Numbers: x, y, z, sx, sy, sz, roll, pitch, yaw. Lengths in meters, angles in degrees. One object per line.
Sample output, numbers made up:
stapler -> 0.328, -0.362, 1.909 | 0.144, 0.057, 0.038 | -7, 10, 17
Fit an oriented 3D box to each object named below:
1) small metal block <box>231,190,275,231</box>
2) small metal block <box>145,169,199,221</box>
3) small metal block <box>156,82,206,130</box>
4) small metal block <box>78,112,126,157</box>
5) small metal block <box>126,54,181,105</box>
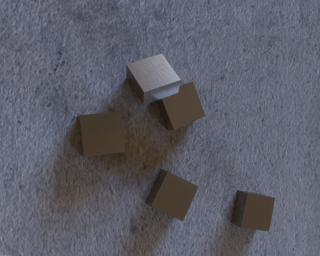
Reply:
small metal block -> 0.139, 0.123, 0.462 | 0.050, 0.025, 0.050 | 13, 85, -20
small metal block -> 0.016, 0.090, 0.416 | 0.050, 0.025, 0.050 | 29, 80, -18
small metal block -> 0.027, -0.030, 0.420 | 0.050, 0.025, 0.050 | -24, 98, -19
small metal block -> -0.072, 0.007, 0.383 | 0.050, 0.025, 0.050 | -6, 92, -20
small metal block -> -0.009, -0.063, 0.393 | 0.050, 0.025, 0.050 | -21, 61, -19
